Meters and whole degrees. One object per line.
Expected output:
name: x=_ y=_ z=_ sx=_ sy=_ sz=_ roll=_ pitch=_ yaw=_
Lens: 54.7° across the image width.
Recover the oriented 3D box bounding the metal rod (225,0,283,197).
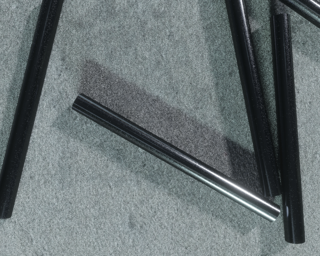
metal rod: x=0.121 y=-0.059 z=0.411 sx=0.025 sy=0.025 sz=0.298 roll=-11 pitch=90 yaw=0

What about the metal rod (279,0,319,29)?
metal rod: x=0.156 y=-0.188 z=0.411 sx=0.301 sy=0.025 sz=0.025 roll=34 pitch=90 yaw=-1

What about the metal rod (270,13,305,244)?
metal rod: x=0.169 y=0.001 z=0.412 sx=0.025 sy=0.025 sz=0.298 roll=-4 pitch=90 yaw=-1

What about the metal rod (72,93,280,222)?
metal rod: x=0.022 y=0.039 z=0.410 sx=0.301 sy=0.025 sz=0.025 roll=30 pitch=90 yaw=-1

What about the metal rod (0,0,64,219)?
metal rod: x=-0.174 y=-0.030 z=0.407 sx=0.025 sy=0.025 sz=0.298 roll=14 pitch=90 yaw=-1
